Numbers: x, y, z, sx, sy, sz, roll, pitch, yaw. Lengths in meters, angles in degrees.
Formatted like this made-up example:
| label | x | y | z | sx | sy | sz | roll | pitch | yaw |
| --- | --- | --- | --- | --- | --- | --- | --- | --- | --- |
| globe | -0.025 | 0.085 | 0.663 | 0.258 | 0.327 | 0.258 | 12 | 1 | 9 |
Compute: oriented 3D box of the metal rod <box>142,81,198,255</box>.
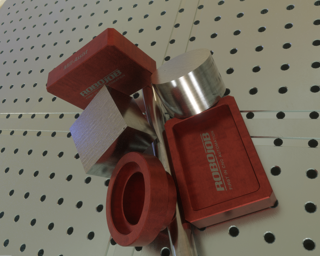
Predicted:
| label | x | y | z | sx | sy | sz | roll | pitch | yaw |
| --- | --- | --- | --- | --- | --- | --- | --- | --- | --- |
| metal rod | 0.003 | 0.023 | 0.387 | 0.025 | 0.025 | 0.299 | -23 | 53 | 14 |

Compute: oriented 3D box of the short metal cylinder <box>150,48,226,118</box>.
| label | x | y | z | sx | sy | sz | roll | pitch | yaw |
| --- | --- | --- | --- | --- | --- | --- | --- | --- | --- |
| short metal cylinder | 0.034 | -0.056 | 0.385 | 0.080 | 0.050 | 0.080 | -24 | 27 | 13 |

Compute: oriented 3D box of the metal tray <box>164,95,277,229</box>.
| label | x | y | z | sx | sy | sz | roll | pitch | yaw |
| --- | --- | --- | --- | --- | --- | --- | --- | --- | --- |
| metal tray | 0.061 | 0.034 | 0.347 | 0.090 | 0.030 | 0.130 | -22 | 53 | 14 |

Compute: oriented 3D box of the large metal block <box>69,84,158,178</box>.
| label | x | y | z | sx | sy | sz | roll | pitch | yaw |
| --- | --- | --- | --- | --- | --- | --- | --- | --- | --- |
| large metal block | -0.062 | 0.006 | 0.393 | 0.080 | 0.050 | 0.080 | -48 | 49 | 18 |

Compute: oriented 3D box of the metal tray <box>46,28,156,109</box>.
| label | x | y | z | sx | sy | sz | roll | pitch | yaw |
| --- | --- | --- | --- | --- | --- | --- | --- | --- | --- |
| metal tray | -0.081 | -0.071 | 0.430 | 0.130 | 0.090 | 0.030 | -25 | 53 | 31 |

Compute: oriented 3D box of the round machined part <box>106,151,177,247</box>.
| label | x | y | z | sx | sy | sz | roll | pitch | yaw |
| --- | --- | --- | --- | --- | --- | --- | --- | --- | --- |
| round machined part | -0.018 | 0.077 | 0.337 | 0.098 | 0.042 | 0.098 | -27 | 56 | 50 |
